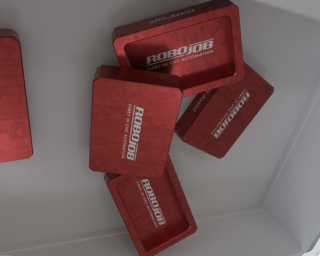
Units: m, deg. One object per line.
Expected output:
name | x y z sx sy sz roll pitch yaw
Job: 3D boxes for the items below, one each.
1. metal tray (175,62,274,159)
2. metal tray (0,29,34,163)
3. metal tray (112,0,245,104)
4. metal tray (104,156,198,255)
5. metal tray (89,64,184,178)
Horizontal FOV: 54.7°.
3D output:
metal tray | 0.091 -0.026 0.439 0.090 0.030 0.129 27 104 -37
metal tray | -0.176 -0.025 0.294 0.091 0.030 0.129 -8 122 -24
metal tray | 0.023 -0.080 0.343 0.131 0.030 0.090 -16 127 1
metal tray | -0.011 0.106 0.434 0.091 0.030 0.129 -25 105 -14
metal tray | -0.031 -0.002 0.354 0.091 0.030 0.129 7 127 -7
